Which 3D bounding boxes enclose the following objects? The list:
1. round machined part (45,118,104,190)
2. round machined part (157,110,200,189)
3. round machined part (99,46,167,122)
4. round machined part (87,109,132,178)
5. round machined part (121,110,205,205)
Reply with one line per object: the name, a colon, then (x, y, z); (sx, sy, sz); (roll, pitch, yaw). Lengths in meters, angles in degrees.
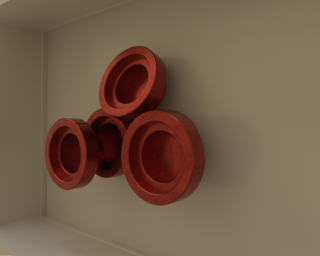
round machined part: (-0.117, 0.035, 0.436); (0.098, 0.042, 0.097); (0, 90, 40)
round machined part: (0.012, 0.027, 0.385); (0.098, 0.042, 0.097); (0, 90, 40)
round machined part: (-0.031, -0.054, 0.407); (0.098, 0.042, 0.098); (-15, 63, 33)
round machined part: (-0.065, 0.021, 0.448); (0.098, 0.042, 0.097); (0, 90, 40)
round machined part: (0.007, 0.030, 0.334); (0.098, 0.042, 0.097); (0, 90, 40)
